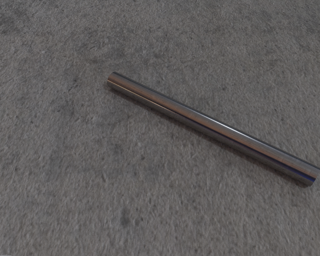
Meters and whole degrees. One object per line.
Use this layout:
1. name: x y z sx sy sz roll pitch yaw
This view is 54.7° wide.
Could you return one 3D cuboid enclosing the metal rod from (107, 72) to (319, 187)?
1. metal rod: 0.054 -0.008 0.410 0.301 0.025 0.025 27 55 21
